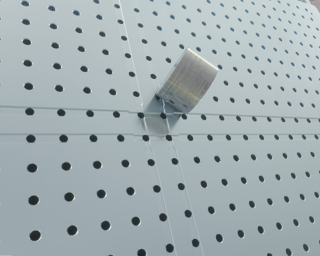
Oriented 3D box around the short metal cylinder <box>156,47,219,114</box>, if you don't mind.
[{"bbox_3d":[0.037,-0.066,0.435,0.050,0.080,0.080,33,51,-7],"label":"short metal cylinder"}]
